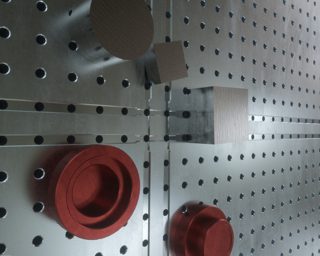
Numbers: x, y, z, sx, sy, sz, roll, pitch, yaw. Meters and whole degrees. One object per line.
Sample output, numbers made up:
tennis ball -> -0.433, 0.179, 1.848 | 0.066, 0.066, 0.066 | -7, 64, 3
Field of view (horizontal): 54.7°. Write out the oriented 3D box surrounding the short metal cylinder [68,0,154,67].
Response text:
short metal cylinder -> -0.054, -0.112, 0.347 | 0.081, 0.050, 0.080 | 0, 90, -40

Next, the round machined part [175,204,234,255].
round machined part -> 0.072, 0.165, 0.459 | 0.099, 0.042, 0.097 | 0, 90, -40

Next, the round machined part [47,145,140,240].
round machined part -> -0.073, 0.066, 0.337 | 0.099, 0.042, 0.097 | 0, 90, -40

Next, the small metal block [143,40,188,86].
small metal block -> 0.007, -0.087, 0.415 | 0.050, 0.025, 0.050 | -21, 103, -38

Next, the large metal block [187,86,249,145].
large metal block -> 0.088, -0.019, 0.467 | 0.081, 0.050, 0.079 | -2, 92, -40
